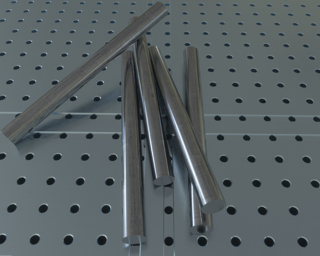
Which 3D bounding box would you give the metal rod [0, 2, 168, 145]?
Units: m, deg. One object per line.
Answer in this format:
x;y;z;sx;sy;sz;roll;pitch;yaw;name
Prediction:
-0.096;-0.089;0.446;0.025;0.025;0.301;35;68;25;metal rod

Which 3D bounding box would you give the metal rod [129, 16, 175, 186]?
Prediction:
-0.018;-0.059;0.443;0.025;0.025;0.299;-7;55;-6;metal rod

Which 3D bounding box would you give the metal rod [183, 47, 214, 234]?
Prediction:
0.047;-0.010;0.416;0.025;0.025;0.300;2;50;1;metal rod

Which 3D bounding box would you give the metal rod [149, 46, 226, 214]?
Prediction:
0.020;-0.024;0.406;0.025;0.025;0.300;-9;44;-8;metal rod

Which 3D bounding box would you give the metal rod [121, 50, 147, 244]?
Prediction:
-0.038;-0.002;0.408;0.025;0.025;0.300;-3;50;-3;metal rod
